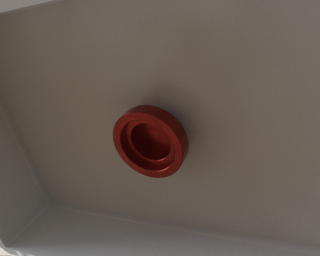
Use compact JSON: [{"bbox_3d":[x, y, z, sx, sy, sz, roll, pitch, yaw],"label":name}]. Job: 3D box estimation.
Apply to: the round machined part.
[{"bbox_3d":[-0.008,0.013,0.404,0.098,0.042,0.097,13,124,20],"label":"round machined part"}]
